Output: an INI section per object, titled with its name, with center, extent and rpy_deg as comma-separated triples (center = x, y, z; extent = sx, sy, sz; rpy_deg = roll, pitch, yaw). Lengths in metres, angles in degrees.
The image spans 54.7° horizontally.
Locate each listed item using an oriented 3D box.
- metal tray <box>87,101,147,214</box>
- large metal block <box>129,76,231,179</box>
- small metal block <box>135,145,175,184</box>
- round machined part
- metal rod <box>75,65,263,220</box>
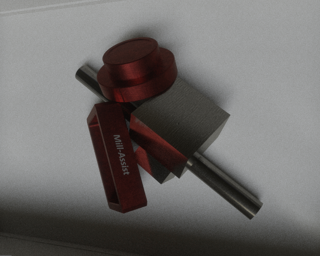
[metal tray]
center = -0.059, 0.038, 0.396
extent = 0.030, 0.090, 0.129
rpy_deg = -13, 84, -22
[large metal block]
center = 0.021, -0.002, 0.366
extent = 0.080, 0.050, 0.080
rpy_deg = 39, 59, 15
[small metal block]
center = -0.002, 0.042, 0.395
extent = 0.050, 0.050, 0.025
rpy_deg = 40, 103, 15
[round machined part]
center = -0.031, -0.077, 0.378
extent = 0.098, 0.098, 0.042
rpy_deg = -2, 130, 19
[metal rod]
center = 0.001, 0.010, 0.408
extent = 0.300, 0.025, 0.025
rpy_deg = 38, 102, 15
